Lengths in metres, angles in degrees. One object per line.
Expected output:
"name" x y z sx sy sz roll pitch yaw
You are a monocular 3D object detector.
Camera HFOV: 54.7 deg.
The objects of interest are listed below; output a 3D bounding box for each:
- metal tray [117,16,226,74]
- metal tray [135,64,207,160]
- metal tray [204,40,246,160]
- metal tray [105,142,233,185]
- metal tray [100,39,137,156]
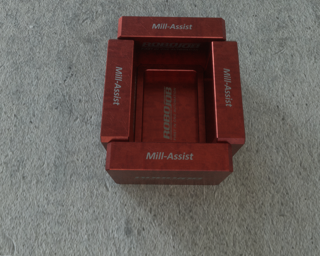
"metal tray" 0.014 -0.107 0.413 0.131 0.090 0.030 1 70 0
"metal tray" 0.014 -0.022 0.415 0.091 0.030 0.130 1 70 0
"metal tray" 0.075 -0.031 0.386 0.030 0.090 0.130 1 70 0
"metal tray" 0.010 0.044 0.358 0.131 0.090 0.030 1 70 0
"metal tray" -0.047 -0.032 0.385 0.030 0.090 0.130 1 70 0
